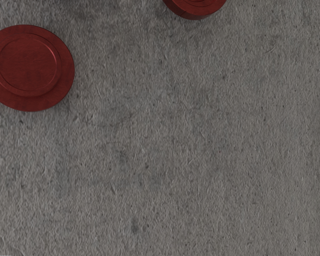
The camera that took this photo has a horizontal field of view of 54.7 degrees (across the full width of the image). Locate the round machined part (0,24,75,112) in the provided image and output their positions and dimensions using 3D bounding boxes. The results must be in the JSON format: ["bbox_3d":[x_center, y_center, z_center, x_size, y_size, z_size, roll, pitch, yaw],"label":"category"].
[{"bbox_3d":[-0.146,-0.067,0.346,0.099,0.042,0.097,0,90,-20],"label":"round machined part"}]

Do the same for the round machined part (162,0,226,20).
[{"bbox_3d":[0.041,-0.193,0.414,0.099,0.042,0.097,0,90,-20],"label":"round machined part"}]
